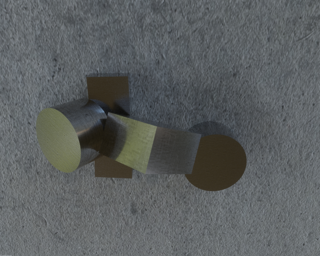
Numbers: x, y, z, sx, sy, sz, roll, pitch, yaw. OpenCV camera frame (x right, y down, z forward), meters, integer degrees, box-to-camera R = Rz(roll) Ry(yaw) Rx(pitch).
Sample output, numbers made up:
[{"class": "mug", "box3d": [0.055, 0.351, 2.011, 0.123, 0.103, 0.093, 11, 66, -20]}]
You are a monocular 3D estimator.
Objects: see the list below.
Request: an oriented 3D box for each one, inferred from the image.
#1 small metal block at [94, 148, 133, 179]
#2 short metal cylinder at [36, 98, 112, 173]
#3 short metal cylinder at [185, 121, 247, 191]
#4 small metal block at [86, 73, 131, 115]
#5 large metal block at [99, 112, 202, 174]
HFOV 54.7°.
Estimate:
[{"class": "small metal block", "box3d": [-0.062, 0.040, 0.425, 0.050, 0.025, 0.050, 3, 110, -2]}, {"class": "short metal cylinder", "box3d": [-0.105, 0.008, 0.380, 0.080, 0.050, 0.079, 14, 115, 33]}, {"class": "short metal cylinder", "box3d": [0.068, 0.036, 0.412, 0.081, 0.050, 0.079, 0, 110, -1]}, {"class": "small metal block", "box3d": [-0.063, -0.043, 0.394, 0.050, 0.025, 0.050, -1, 110, 0]}, {"class": "large metal block", "box3d": [-0.011, 0.018, 0.368, 0.081, 0.080, 0.050, 10, 95, -48]}]
